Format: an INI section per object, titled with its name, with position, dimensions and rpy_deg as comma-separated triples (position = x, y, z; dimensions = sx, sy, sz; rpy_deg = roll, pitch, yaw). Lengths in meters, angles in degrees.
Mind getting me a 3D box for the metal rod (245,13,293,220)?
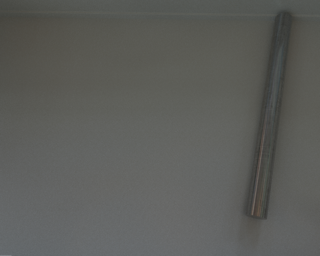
[metal rod]
position = 0.151, -0.030, 0.421
dimensions = 0.025, 0.025, 0.299
rpy_deg = 13, 70, 5
